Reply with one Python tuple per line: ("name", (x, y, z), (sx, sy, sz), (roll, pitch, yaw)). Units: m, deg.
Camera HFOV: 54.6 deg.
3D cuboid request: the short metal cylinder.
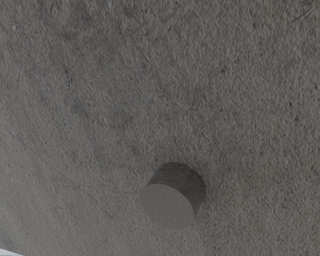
("short metal cylinder", (0.019, 0.096, 0.441), (0.080, 0.050, 0.080), (13, 124, 21))
